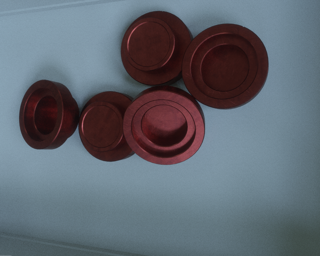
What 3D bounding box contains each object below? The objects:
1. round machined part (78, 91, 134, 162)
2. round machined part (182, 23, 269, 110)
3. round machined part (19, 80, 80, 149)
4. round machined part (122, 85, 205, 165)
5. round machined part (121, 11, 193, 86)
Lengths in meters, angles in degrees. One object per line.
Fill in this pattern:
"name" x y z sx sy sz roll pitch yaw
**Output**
"round machined part" -0.071 -0.002 0.425 0.098 0.042 0.097 0 90 19
"round machined part" 0.079 -0.071 0.373 0.098 0.042 0.097 0 90 19
"round machined part" -0.155 -0.018 0.446 0.098 0.042 0.097 -3 84 33
"round machined part" 0.006 -0.006 0.385 0.099 0.042 0.097 3 115 6
"round machined part" -0.007 -0.104 0.403 0.098 0.042 0.097 0 90 19
